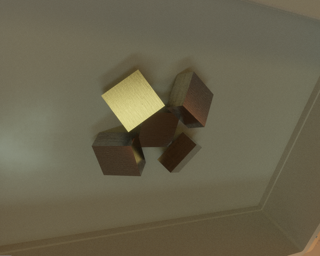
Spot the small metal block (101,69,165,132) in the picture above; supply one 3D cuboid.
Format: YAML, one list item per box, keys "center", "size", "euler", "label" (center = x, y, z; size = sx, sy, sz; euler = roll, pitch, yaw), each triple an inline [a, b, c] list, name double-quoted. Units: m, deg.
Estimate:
- center: [-0.030, -0.030, 0.355]
  size: [0.050, 0.025, 0.050]
  euler: [-36, 92, -3]
  label: "small metal block"

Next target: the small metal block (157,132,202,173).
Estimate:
- center: [0.029, 0.035, 0.429]
  size: [0.050, 0.025, 0.050]
  euler: [-48, 163, 5]
  label: "small metal block"

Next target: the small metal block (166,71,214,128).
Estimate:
- center: [0.039, -0.034, 0.390]
  size: [0.050, 0.025, 0.050]
  euler: [40, 58, -39]
  label: "small metal block"

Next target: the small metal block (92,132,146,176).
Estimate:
- center: [-0.050, 0.033, 0.384]
  size: [0.050, 0.025, 0.050]
  euler: [-1, 128, 16]
  label: "small metal block"

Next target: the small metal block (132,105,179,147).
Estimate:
- center: [-0.007, -0.003, 0.400]
  size: [0.050, 0.025, 0.050]
  euler: [1, 118, -29]
  label: "small metal block"
